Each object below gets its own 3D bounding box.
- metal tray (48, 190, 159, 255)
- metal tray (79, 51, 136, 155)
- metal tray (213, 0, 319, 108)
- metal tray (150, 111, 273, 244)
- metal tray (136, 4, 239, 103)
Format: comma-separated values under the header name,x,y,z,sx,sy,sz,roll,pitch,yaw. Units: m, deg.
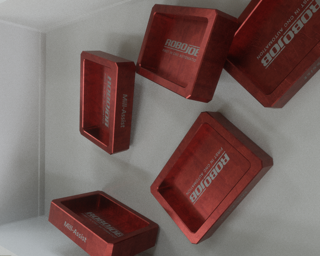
name,x,y,z,sx,sy,sz,roll,pitch,yaw
metal tray,-0.079,0.131,0.427,0.130,0.091,0.030,19,102,38
metal tray,-0.079,-0.038,0.443,0.090,0.030,0.129,27,119,41
metal tray,0.123,-0.094,0.300,0.090,0.030,0.129,52,120,27
metal tray,0.053,0.057,0.358,0.090,0.030,0.129,46,117,29
metal tray,0.022,-0.091,0.358,0.130,0.030,0.089,36,113,53
